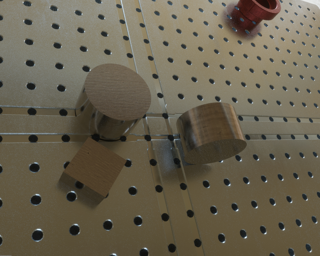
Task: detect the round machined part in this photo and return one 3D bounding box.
[{"bbox_3d":[0.210,-0.271,0.676,0.099,0.042,0.098,14,56,-21],"label":"round machined part"}]

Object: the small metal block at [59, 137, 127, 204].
[{"bbox_3d":[-0.073,0.046,0.341,0.050,0.025,0.050,33,51,-7],"label":"small metal block"}]

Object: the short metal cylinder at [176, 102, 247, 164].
[{"bbox_3d":[0.065,0.009,0.402,0.081,0.080,0.050,2,61,-27],"label":"short metal cylinder"}]

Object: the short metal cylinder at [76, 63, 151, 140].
[{"bbox_3d":[-0.058,-0.032,0.380,0.081,0.050,0.080,14,56,-21],"label":"short metal cylinder"}]
